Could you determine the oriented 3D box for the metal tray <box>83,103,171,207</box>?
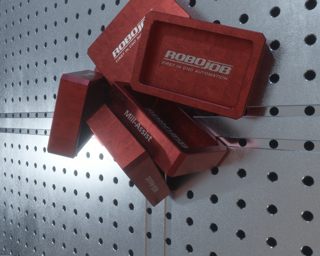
[{"bbox_3d":[-0.036,0.037,0.377,0.030,0.130,0.090,-38,60,-9],"label":"metal tray"}]

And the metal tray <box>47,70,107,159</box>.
[{"bbox_3d":[-0.100,-0.025,0.394,0.030,0.130,0.089,14,102,-4],"label":"metal tray"}]

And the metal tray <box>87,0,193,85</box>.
[{"bbox_3d":[-0.026,-0.114,0.404,0.130,0.030,0.090,-44,66,15],"label":"metal tray"}]

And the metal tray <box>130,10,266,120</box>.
[{"bbox_3d":[0.039,-0.070,0.343,0.130,0.030,0.089,17,102,15],"label":"metal tray"}]

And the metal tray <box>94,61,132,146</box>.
[{"bbox_3d":[-0.071,-0.049,0.466,0.090,0.030,0.129,46,117,29],"label":"metal tray"}]

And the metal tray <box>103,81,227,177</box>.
[{"bbox_3d":[0.005,-0.003,0.362,0.130,0.091,0.030,46,117,30],"label":"metal tray"}]
